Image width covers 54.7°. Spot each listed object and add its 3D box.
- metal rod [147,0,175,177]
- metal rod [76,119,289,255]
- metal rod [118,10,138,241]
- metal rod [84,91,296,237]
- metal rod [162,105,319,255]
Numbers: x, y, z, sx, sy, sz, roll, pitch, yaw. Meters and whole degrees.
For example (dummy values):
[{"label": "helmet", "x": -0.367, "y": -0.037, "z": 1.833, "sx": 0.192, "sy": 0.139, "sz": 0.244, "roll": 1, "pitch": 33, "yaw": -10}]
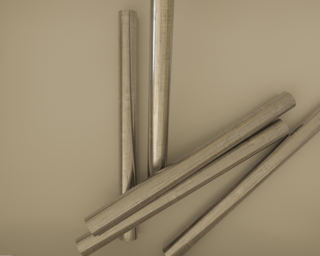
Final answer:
[{"label": "metal rod", "x": 0.000, "y": -0.054, "z": 0.351, "sx": 0.025, "sy": 0.025, "sz": 0.298, "roll": 2, "pitch": 115, "yaw": -1}, {"label": "metal rod", "x": 0.034, "y": 0.072, "z": 0.395, "sx": 0.301, "sy": 0.025, "sz": 0.025, "roll": -30, "pitch": 90, "yaw": -7}, {"label": "metal rod", "x": -0.042, "y": -0.003, "z": 0.410, "sx": 0.025, "sy": 0.025, "sz": 0.298, "roll": 0, "pitch": 90, "yaw": -1}, {"label": "metal rod", "x": 0.045, "y": 0.039, "z": 0.387, "sx": 0.301, "sy": 0.025, "sz": 0.025, "roll": -31, "pitch": 90, "yaw": -10}, {"label": "metal rod", "x": 0.123, "y": 0.069, "z": 0.413, "sx": 0.300, "sy": 0.025, "sz": 0.025, "roll": -42, "pitch": 91, "yaw": -1}]
